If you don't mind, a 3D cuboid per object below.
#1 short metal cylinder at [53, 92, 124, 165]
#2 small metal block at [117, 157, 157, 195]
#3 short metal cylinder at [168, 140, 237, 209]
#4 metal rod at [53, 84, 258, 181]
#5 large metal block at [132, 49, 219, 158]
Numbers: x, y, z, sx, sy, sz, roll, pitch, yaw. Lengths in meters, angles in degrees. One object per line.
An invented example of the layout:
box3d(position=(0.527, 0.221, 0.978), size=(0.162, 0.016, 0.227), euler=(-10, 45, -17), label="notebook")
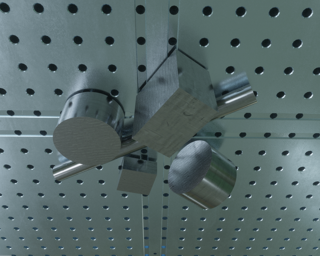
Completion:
box3d(position=(-0.087, 0.001, 0.391), size=(0.081, 0.050, 0.079), euler=(0, 130, 0), label="short metal cylinder")
box3d(position=(-0.035, 0.073, 0.469), size=(0.050, 0.025, 0.050), euler=(12, 129, -10), label="small metal block")
box3d(position=(0.057, 0.064, 0.426), size=(0.050, 0.080, 0.080), euler=(36, 121, -27), label="short metal cylinder")
box3d(position=(-0.019, 0.013, 0.418), size=(0.300, 0.025, 0.025), euler=(-22, 127, 18), label="metal rod")
box3d(position=(0.014, -0.028, 0.348), size=(0.050, 0.080, 0.080), euler=(29, 124, -23), label="large metal block")
